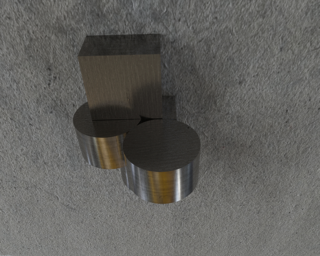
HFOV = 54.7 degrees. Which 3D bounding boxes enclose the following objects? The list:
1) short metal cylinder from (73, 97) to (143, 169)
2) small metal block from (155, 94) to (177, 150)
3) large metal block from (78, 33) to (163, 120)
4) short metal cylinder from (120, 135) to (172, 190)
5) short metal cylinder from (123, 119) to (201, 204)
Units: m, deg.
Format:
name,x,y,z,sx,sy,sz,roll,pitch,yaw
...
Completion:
name,x,y,z,sx,sy,sz,roll,pitch,yaw
short metal cylinder,-0.059,0.003,0.376,0.080,0.080,0.050,-2,130,1
small metal block,0.006,-0.008,0.389,0.025,0.050,0.050,1,130,-1
large metal block,-0.039,-0.056,0.345,0.080,0.050,0.079,-2,130,1
short metal cylinder,-0.013,0.041,0.408,0.081,0.080,0.050,0,130,0
short metal cylinder,0.003,0.034,0.337,0.080,0.080,0.050,-2,130,1
